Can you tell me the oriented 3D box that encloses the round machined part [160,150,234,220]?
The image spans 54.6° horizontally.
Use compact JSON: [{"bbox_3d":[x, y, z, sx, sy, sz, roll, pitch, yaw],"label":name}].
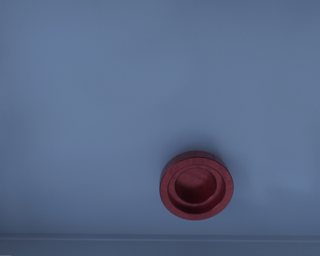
[{"bbox_3d":[0.049,0.075,0.430,0.099,0.042,0.097,0,110,0],"label":"round machined part"}]
